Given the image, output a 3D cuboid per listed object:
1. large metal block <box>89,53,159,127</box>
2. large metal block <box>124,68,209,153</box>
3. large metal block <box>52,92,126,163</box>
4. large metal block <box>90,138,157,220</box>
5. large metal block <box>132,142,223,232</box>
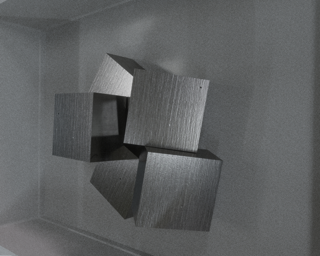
[{"bbox_3d":[-0.050,-0.045,0.428,0.080,0.050,0.080,43,116,31],"label":"large metal block"},{"bbox_3d":[0.005,-0.021,0.355,0.081,0.050,0.079,8,97,-6],"label":"large metal block"},{"bbox_3d":[-0.091,-0.002,0.394,0.080,0.050,0.079,4,91,40],"label":"large metal block"},{"bbox_3d":[-0.039,0.060,0.415,0.080,0.050,0.079,37,112,33],"label":"large metal block"},{"bbox_3d":[0.016,0.064,0.345,0.050,0.081,0.079,-138,57,-76],"label":"large metal block"}]
